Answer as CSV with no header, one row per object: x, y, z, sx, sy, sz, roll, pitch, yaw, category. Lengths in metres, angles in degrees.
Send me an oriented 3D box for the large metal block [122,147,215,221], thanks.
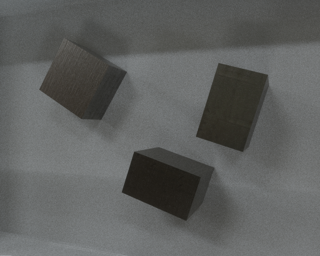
0.013,0.062,0.376,0.080,0.080,0.050,19,97,19,large metal block

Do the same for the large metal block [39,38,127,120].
-0.107,-0.067,0.435,0.080,0.050,0.080,33,101,17,large metal block

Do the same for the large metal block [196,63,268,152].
0.085,-0.022,0.351,0.050,0.080,0.080,18,96,19,large metal block
